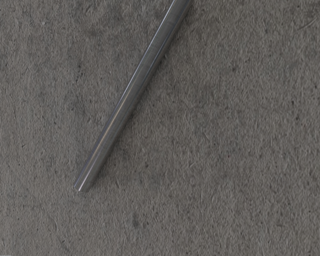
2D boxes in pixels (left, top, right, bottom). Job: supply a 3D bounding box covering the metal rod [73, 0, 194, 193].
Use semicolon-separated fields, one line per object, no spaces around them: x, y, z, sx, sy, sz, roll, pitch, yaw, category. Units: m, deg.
-0.041;-0.041;0.423;0.025;0.025;0.299;33;101;17;metal rod
